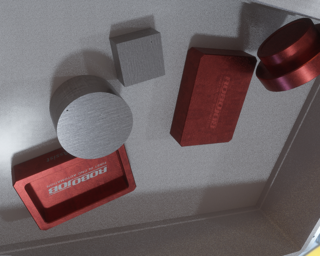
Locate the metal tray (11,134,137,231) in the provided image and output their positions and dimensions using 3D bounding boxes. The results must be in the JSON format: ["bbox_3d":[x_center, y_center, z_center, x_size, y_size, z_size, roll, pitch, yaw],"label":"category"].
[{"bbox_3d":[-0.102,0.065,0.390,0.131,0.030,0.089,-22,127,-16],"label":"metal tray"}]

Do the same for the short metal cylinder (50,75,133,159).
[{"bbox_3d":[-0.077,-0.013,0.344,0.081,0.050,0.079,-14,124,-21],"label":"short metal cylinder"}]

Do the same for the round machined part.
[{"bbox_3d":[0.156,-0.092,0.368,0.098,0.098,0.042,-43,109,1],"label":"round machined part"}]

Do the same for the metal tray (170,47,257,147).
[{"bbox_3d":[0.071,-0.040,0.421,0.091,0.030,0.129,-4,120,-27],"label":"metal tray"}]

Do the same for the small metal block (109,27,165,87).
[{"bbox_3d":[-0.025,-0.080,0.347,0.050,0.025,0.050,-20,126,-17],"label":"small metal block"}]
